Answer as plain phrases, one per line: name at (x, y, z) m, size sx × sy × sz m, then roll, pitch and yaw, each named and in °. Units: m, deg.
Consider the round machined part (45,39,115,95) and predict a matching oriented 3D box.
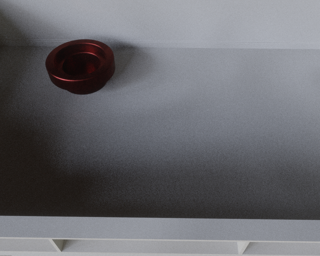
round machined part at (-0.117, -0.088, 0.468) m, size 0.099 × 0.042 × 0.098 m, roll 0°, pitch 50°, yaw 0°
